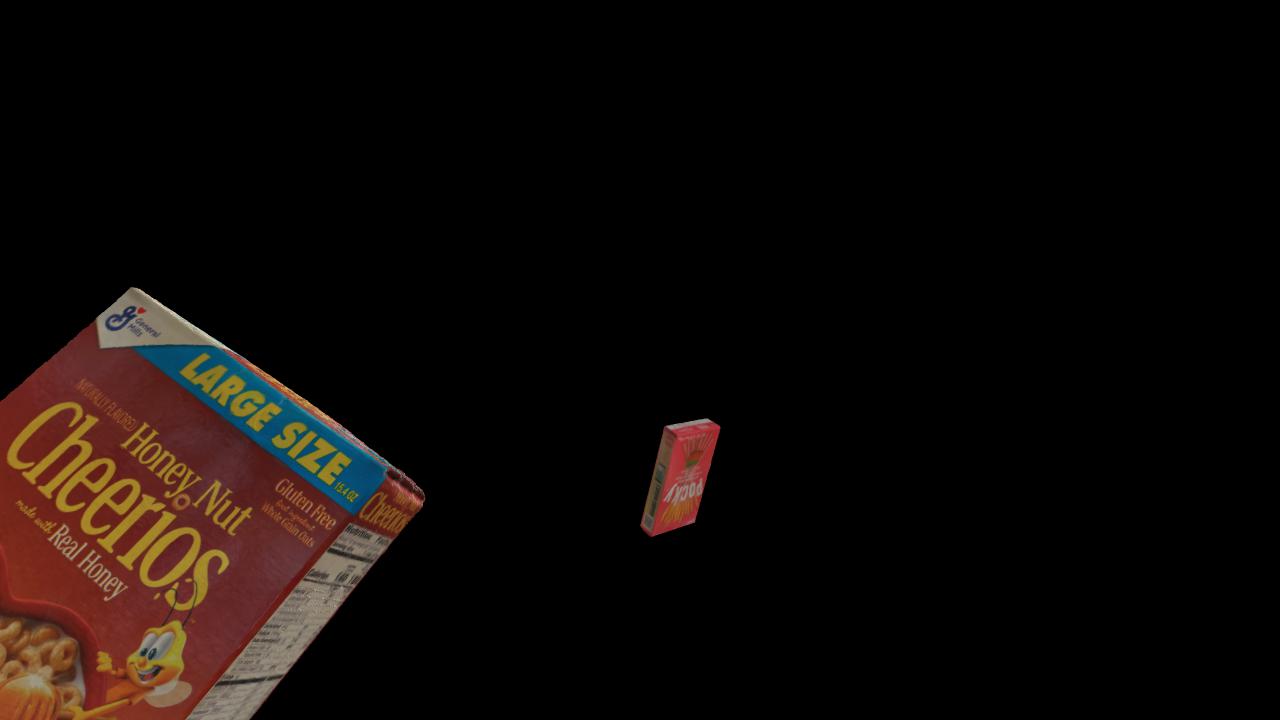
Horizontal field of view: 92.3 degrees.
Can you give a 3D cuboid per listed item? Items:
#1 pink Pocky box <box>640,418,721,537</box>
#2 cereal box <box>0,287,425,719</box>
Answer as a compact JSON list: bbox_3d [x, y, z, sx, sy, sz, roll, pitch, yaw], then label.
[{"bbox_3d":[0.054,0.156,0.818,0.084,0.155,0.029,-4,25,-41],"label":"pink Pocky box"},{"bbox_3d":[-0.291,0.132,0.310,0.203,0.306,0.081,32,-20,13],"label":"cereal box"}]
